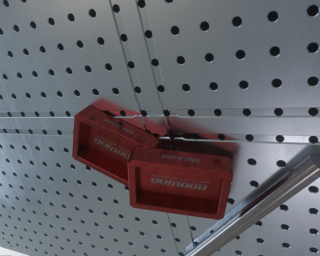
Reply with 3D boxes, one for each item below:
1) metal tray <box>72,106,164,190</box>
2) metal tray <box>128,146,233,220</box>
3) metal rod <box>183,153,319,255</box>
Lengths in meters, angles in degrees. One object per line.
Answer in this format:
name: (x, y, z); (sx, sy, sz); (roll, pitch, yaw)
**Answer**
metal tray: (-0.067, 0.032, 0.463); (0.130, 0.030, 0.089); (25, 127, 13)
metal tray: (0.025, 0.075, 0.416); (0.131, 0.030, 0.089); (6, 126, 6)
metal rod: (0.111, 0.134, 0.435); (0.025, 0.025, 0.298); (37, 129, 3)
